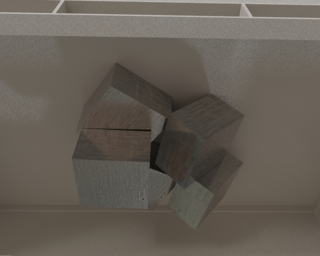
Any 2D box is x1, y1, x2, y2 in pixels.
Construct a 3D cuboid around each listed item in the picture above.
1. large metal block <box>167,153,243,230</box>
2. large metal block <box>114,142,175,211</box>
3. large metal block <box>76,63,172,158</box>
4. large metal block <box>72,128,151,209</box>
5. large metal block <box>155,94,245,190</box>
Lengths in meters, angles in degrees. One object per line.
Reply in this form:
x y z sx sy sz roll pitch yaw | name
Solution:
0.062 0.080 0.431 0.050 0.081 0.079 35 133 22 | large metal block
-0.026 0.065 0.442 0.080 0.050 0.080 24 126 -19 | large metal block
-0.042 -0.017 0.376 0.080 0.050 0.080 29 124 -23 | large metal block
-0.052 0.049 0.364 0.081 0.050 0.079 3 129 -1 | large metal block
0.047 0.015 0.376 0.081 0.050 0.079 -27 145 -40 | large metal block
